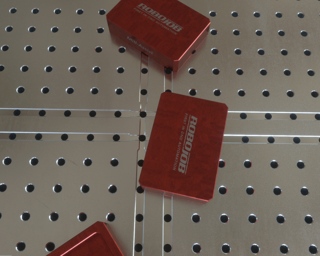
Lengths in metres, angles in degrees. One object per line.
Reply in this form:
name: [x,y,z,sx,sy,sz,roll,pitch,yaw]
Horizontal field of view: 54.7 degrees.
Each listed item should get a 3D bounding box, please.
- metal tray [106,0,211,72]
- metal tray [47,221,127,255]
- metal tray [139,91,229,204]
metal tray: [-0.003,-0.155,0.466,0.130,0.030,0.090,35,73,11]
metal tray: [-0.096,0.177,0.342,0.131,0.030,0.090,-32,74,-12]
metal tray: [0.032,0.023,0.401,0.090,0.030,0.130,12,70,4]
